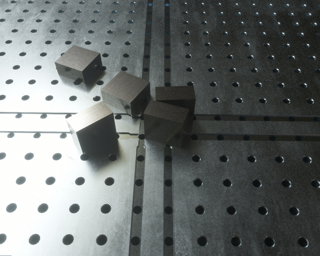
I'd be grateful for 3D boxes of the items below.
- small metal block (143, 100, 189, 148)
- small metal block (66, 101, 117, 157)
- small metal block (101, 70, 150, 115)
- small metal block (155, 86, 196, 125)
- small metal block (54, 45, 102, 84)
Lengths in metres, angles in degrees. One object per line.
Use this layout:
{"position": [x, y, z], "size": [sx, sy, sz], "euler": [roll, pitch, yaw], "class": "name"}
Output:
{"position": [0.008, -0.005, 0.395], "size": [0.050, 0.050, 0.025], "euler": [15, 52, 12], "class": "small metal block"}
{"position": [-0.084, 0.001, 0.389], "size": [0.050, 0.050, 0.025], "euler": [-31, 57, -23], "class": "small metal block"}
{"position": [-0.049, -0.052, 0.451], "size": [0.050, 0.025, 0.050], "euler": [25, 54, 19], "class": "small metal block"}
{"position": [0.020, -0.029, 0.416], "size": [0.050, 0.050, 0.025], "euler": [-2, 50, -2], "class": "small metal block"}
{"position": [-0.128, -0.102, 0.492], "size": [0.050, 0.025, 0.050], "euler": [20, 53, 16], "class": "small metal block"}
